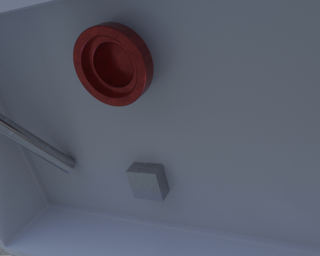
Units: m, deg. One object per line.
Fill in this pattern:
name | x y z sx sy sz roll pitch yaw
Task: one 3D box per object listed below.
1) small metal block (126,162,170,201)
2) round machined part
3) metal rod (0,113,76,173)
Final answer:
small metal block | -0.018 0.080 0.466 0.050 0.025 0.050 0 119 28
round machined part | -0.052 -0.079 0.375 0.098 0.042 0.097 13 124 20
metal rod | -0.249 -0.017 0.451 0.025 0.025 0.301 -23 130 36
